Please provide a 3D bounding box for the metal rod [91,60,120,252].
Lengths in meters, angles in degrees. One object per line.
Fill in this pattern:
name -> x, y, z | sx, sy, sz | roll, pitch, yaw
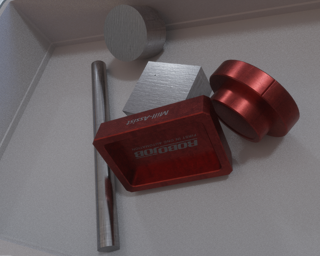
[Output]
metal rod -> -0.081, 0.016, 0.436 | 0.025, 0.025, 0.299 | -21, 54, 15

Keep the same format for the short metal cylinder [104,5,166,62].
short metal cylinder -> -0.038, -0.144, 0.469 | 0.080, 0.079, 0.050 | 12, 23, 31

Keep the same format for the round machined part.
round machined part -> 0.090, -0.022, 0.325 | 0.042, 0.098, 0.098 | -49, 52, -6

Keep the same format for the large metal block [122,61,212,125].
large metal block -> 0.011, -0.037, 0.405 | 0.080, 0.050, 0.080 | 13, 68, 33

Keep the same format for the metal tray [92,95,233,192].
metal tray -> 0.005, 0.023, 0.343 | 0.130, 0.090, 0.030 | -14, 36, 20
